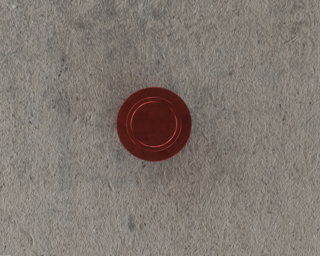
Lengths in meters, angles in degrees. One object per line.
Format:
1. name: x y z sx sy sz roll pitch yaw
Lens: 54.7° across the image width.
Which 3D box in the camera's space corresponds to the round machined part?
1. round machined part: -0.008 -0.005 0.402 0.099 0.042 0.097 0 90 -1
